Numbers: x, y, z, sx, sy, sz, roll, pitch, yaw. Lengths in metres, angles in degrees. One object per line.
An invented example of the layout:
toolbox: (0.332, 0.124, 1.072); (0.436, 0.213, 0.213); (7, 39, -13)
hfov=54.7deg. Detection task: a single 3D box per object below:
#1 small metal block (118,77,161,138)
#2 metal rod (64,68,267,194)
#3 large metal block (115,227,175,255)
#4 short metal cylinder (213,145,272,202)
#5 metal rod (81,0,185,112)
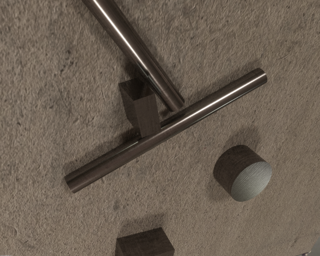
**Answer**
small metal block: (-0.024, -0.025, 0.364); (0.025, 0.050, 0.050); (-22, 127, -16)
metal rod: (0.015, -0.001, 0.415); (0.301, 0.025, 0.025); (-30, 129, -10)
large metal block: (-0.029, 0.220, 0.513); (0.081, 0.050, 0.079); (-6, 121, -26)
short metal cylinder: (0.137, 0.075, 0.514); (0.081, 0.050, 0.079); (-14, 125, -21)
metal rod: (-0.055, -0.118, 0.304); (0.025, 0.025, 0.300); (-41, 130, 0)
